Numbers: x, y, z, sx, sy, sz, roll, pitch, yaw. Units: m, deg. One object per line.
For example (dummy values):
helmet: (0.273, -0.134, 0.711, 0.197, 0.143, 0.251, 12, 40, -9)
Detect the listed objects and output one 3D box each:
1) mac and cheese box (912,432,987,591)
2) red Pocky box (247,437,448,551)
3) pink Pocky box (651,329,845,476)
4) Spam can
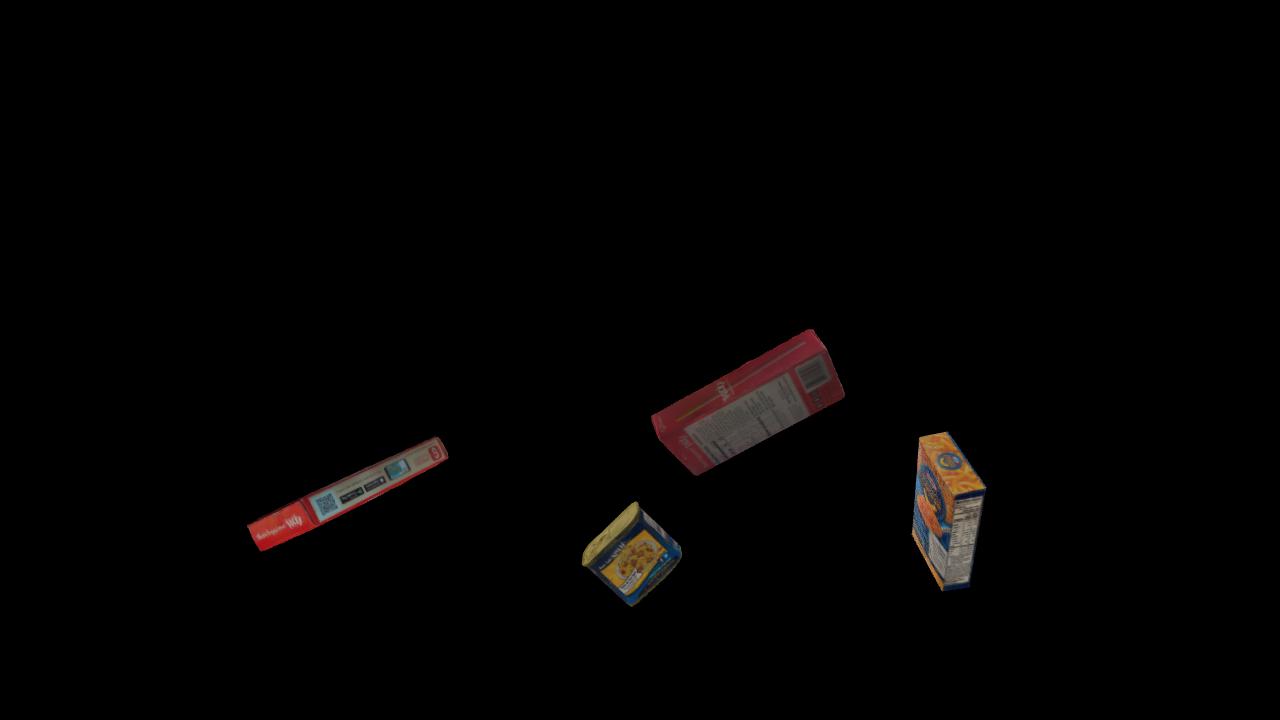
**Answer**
mac and cheese box: (0.365, 0.184, 0.737, 0.041, 0.184, 0.093, -12, 35, 5)
red Pocky box: (-0.255, 0.116, 0.553, 0.083, 0.028, 0.155, -24, 2, 27)
pink Pocky box: (0.094, 0.040, 0.531, 0.155, 0.029, 0.084, -30, -42, 9)
Spam can: (-0.009, 0.248, 0.783, 0.085, 0.101, 0.058, 45, 6, -7)
